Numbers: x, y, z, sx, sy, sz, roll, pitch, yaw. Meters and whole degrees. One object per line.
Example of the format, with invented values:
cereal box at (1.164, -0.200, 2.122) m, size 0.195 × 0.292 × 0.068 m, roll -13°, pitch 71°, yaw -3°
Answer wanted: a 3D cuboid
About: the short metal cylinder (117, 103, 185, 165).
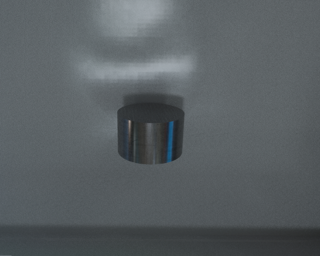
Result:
short metal cylinder at (-0.011, 0.004, 0.380) m, size 0.080 × 0.080 × 0.050 m, roll 2°, pitch 110°, yaw -1°
